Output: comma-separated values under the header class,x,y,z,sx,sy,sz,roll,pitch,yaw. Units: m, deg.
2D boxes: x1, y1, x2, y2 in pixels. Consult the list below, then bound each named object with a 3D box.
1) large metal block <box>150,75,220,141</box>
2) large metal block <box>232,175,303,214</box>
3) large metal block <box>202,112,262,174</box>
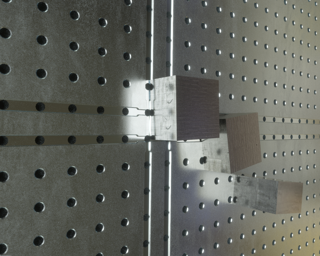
class,x,y,z,sx,sy,sz,roll,pitch,yaw
large metal block,0.035,-0.025,0.421,0.081,0.050,0.080,-2,91,-40
large metal block,0.182,0.111,0.525,0.081,0.080,0.050,11,83,-39
large metal block,0.112,0.020,0.485,0.081,0.050,0.080,-11,97,-39
